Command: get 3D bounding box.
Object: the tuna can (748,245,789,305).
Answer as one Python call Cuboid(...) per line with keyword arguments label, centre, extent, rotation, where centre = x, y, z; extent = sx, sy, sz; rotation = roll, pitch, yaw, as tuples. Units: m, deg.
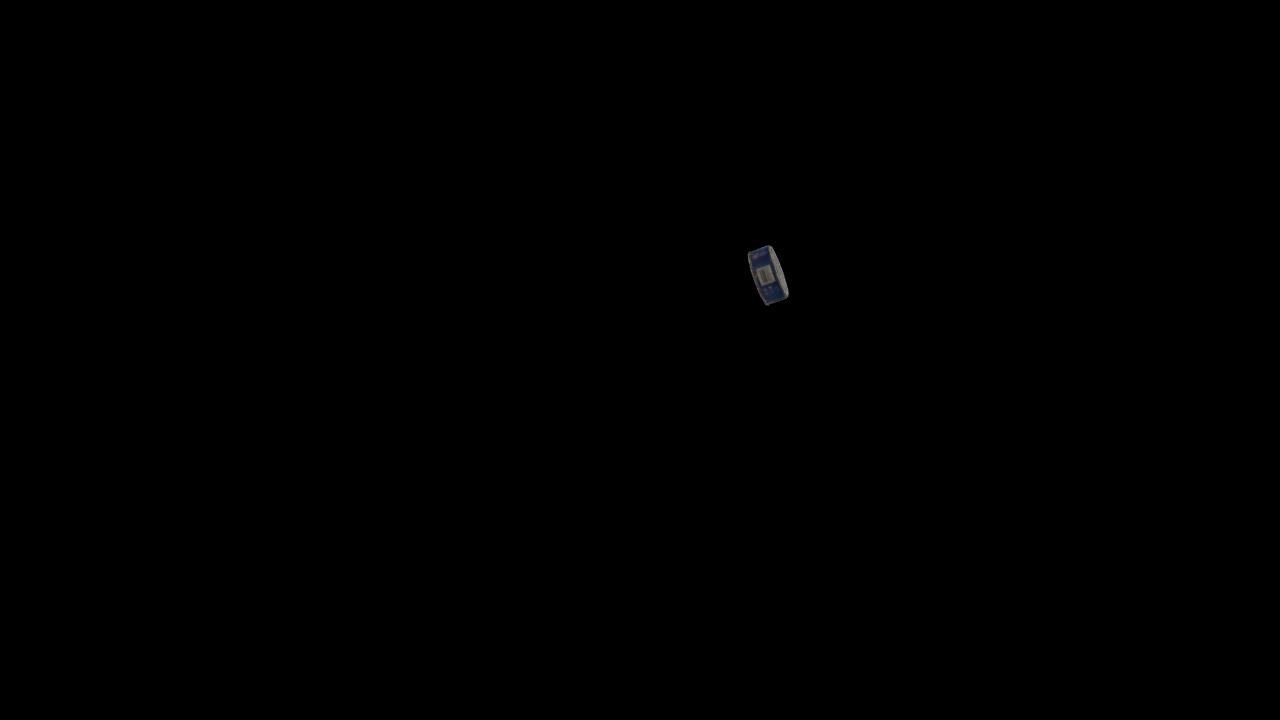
Cuboid(label="tuna can", centre=(0.188, -0.124, 0.899), extent=(0.034, 0.084, 0.084), rotation=(-19, -7, 21))
